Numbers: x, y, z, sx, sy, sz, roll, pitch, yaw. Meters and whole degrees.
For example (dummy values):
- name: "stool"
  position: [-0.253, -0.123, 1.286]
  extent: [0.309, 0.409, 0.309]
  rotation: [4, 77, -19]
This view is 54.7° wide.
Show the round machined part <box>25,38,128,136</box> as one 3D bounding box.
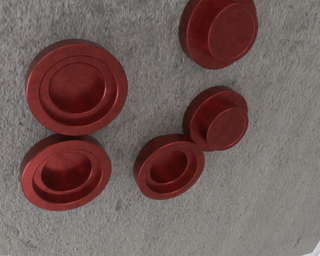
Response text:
- name: "round machined part"
  position: [-0.087, -0.044, 0.321]
  extent: [0.099, 0.042, 0.097]
  rotation: [-14, 124, -21]

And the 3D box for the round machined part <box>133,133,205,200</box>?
- name: "round machined part"
  position: [0.009, 0.049, 0.429]
  extent: [0.099, 0.042, 0.097]
  rotation: [-13, 125, -19]

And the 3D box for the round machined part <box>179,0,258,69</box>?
- name: "round machined part"
  position: [0.075, -0.115, 0.365]
  extent: [0.099, 0.042, 0.097]
  rotation: [-14, 124, -21]

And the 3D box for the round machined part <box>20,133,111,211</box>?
- name: "round machined part"
  position: [-0.111, 0.046, 0.364]
  extent: [0.099, 0.042, 0.097]
  rotation: [-14, 124, -21]

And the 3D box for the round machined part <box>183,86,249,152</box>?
- name: "round machined part"
  position: [0.085, -0.007, 0.438]
  extent: [0.099, 0.042, 0.097]
  rotation: [-14, 124, -21]
